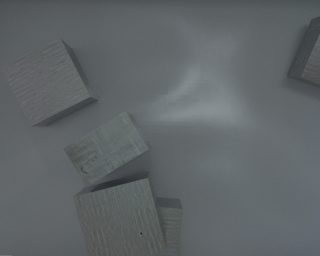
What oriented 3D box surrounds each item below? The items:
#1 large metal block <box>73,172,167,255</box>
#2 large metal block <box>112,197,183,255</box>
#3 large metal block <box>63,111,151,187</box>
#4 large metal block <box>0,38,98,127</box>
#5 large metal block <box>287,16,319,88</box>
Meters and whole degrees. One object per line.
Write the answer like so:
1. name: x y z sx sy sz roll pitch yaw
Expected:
1. large metal block: -0.042 0.100 0.349 0.080 0.050 0.080 -14 90 0
2. large metal block: -0.016 0.134 0.399 0.081 0.050 0.079 5 90 -1
3. large metal block: -0.060 0.023 0.383 0.080 0.080 0.050 -31 90 0
4. large metal block: -0.138 -0.055 0.397 0.080 0.050 0.080 -27 90 0
5. large metal block: 0.224 -0.090 0.395 0.080 0.050 0.079 20 101 -1
